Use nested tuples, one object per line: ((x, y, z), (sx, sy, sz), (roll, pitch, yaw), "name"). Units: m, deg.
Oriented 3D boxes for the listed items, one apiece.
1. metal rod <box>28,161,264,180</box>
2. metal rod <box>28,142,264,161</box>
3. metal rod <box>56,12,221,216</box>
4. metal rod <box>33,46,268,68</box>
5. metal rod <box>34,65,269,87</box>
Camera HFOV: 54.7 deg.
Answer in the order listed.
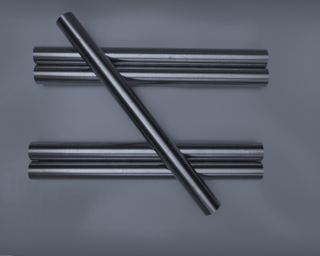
((-0.018, 0.056, 0.409), (0.302, 0.025, 0.025), (0, 90, 0), "metal rod")
((-0.017, 0.031, 0.409), (0.302, 0.025, 0.025), (0, 90, 0), "metal rod")
((-0.026, -0.017, 0.385), (0.025, 0.025, 0.300), (-38, 90, 0), "metal rod")
((-0.012, -0.093, 0.409), (0.302, 0.025, 0.025), (1, 90, 0), "metal rod")
((-0.011, -0.069, 0.409), (0.302, 0.025, 0.025), (1, 90, 0), "metal rod")
